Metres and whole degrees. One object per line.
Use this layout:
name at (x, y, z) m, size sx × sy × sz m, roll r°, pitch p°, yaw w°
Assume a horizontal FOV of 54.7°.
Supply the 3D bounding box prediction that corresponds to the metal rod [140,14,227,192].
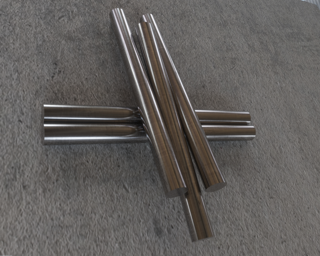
metal rod at (0.021, -0.054, 0.424) m, size 0.025 × 0.025 × 0.299 m, roll 0°, pitch 54°, yaw -29°

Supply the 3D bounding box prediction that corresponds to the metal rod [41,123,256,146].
metal rod at (0.006, 0.007, 0.407) m, size 0.303 × 0.025 × 0.025 m, roll 0°, pitch 62°, yaw -29°

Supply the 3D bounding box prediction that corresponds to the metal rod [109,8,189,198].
metal rod at (-0.024, -0.053, 0.399) m, size 0.025 × 0.025 × 0.299 m, roll 0°, pitch 54°, yaw -29°

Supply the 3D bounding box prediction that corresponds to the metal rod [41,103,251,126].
metal rod at (0.002, -0.015, 0.418) m, size 0.303 × 0.025 × 0.025 m, roll 0°, pitch 62°, yaw -29°

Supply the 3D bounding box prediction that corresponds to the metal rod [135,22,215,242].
metal rod at (0.011, -0.014, 0.388) m, size 0.025 × 0.025 × 0.299 m, roll 0°, pitch 62°, yaw -29°
